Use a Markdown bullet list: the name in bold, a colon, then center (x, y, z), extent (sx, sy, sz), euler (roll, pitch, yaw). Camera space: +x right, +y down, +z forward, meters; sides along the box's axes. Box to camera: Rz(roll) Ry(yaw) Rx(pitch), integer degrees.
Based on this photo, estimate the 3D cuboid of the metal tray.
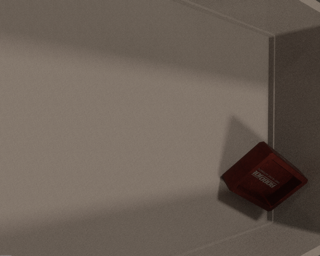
- **metal tray**: center (0.178, 0.086, 0.521), extent (0.130, 0.030, 0.090), euler (32, 111, -35)
